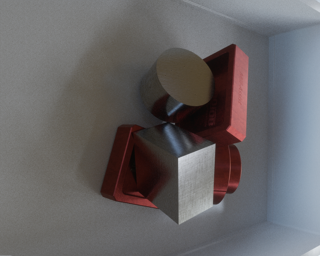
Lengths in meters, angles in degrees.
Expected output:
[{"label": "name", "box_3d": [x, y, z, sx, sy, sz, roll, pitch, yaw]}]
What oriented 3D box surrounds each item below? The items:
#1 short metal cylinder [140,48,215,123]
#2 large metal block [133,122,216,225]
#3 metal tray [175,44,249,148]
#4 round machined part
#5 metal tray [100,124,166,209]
[{"label": "short metal cylinder", "box_3d": [0.021, -0.053, 0.389, 0.081, 0.050, 0.080, 12, 63, -23]}, {"label": "large metal block", "box_3d": [0.015, 0.047, 0.353, 0.050, 0.080, 0.079, -18, 117, -33]}, {"label": "metal tray", "box_3d": [0.065, -0.036, 0.399, 0.030, 0.090, 0.130, 32, 54, -33]}, {"label": "round machined part", "box_3d": [0.077, 0.054, 0.419, 0.042, 0.098, 0.097, 5, 86, -10]}, {"label": "metal tray", "box_3d": [-0.004, 0.056, 0.399, 0.131, 0.030, 0.090, 22, 76, -38]}]
